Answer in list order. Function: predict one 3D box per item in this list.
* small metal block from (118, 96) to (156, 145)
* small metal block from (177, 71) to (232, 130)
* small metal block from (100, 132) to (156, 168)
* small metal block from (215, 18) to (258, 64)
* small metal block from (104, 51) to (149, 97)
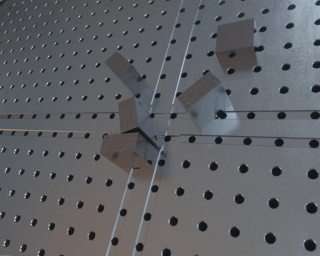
[{"bbox_3d":[-0.030,-0.006,0.413,0.025,0.050,0.050,-21,54,16],"label":"small metal block"},{"bbox_3d":[0.056,-0.033,0.384,0.050,0.050,0.025,-39,51,2],"label":"small metal block"},{"bbox_3d":[-0.040,0.030,0.396,0.050,0.050,0.025,-5,60,25],"label":"small metal block"},{"bbox_3d":[0.106,-0.119,0.426,0.050,0.025,0.050,-4,60,26],"label":"small metal block"},{"bbox_3d":[-0.051,-0.082,0.470,0.025,0.050,0.050,-43,51,-1],"label":"small metal block"}]
